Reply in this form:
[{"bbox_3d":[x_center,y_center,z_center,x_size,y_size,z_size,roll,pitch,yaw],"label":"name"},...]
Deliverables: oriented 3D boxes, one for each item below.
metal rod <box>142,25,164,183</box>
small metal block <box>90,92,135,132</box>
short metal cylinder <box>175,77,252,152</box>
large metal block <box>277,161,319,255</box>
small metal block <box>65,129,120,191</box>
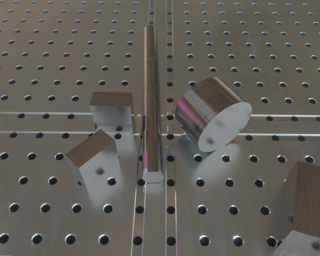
[{"bbox_3d":[-0.013,-0.058,0.455,0.025,0.025,0.300,-1,50,-1],"label":"metal rod"},{"bbox_3d":[-0.061,-0.021,0.408,0.050,0.050,0.025,2,50,1],"label":"small metal block"},{"bbox_3d":[0.066,-0.016,0.386,0.081,0.080,0.050,-25,55,-20],"label":"short metal cylinder"},{"bbox_3d":[0.172,0.089,0.317,0.080,0.050,0.080,15,52,12],"label":"large metal block"},{"bbox_3d":[-0.077,0.037,0.360,0.025,0.050,0.050,36,59,26],"label":"small metal block"}]
